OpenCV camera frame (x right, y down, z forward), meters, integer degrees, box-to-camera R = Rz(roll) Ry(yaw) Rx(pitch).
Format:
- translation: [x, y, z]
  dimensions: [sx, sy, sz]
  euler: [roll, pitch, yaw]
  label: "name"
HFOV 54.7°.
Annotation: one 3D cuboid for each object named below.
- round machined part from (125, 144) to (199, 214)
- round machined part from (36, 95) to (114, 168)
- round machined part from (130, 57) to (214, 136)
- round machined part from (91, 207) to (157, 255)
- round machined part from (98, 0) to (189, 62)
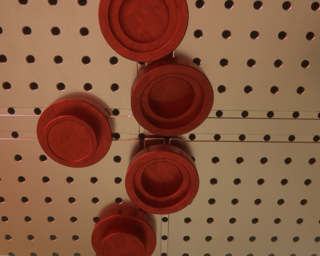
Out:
- translation: [0.003, 0.067, 0.429]
  dimensions: [0.099, 0.042, 0.097]
  euler: [0, 110, -1]
  label: "round machined part"
- translation: [-0.113, 0.010, 0.406]
  dimensions: [0.099, 0.042, 0.097]
  euler: [0, 110, -1]
  label: "round machined part"
- translation: [0.013, -0.041, 0.381]
  dimensions: [0.099, 0.042, 0.097]
  euler: [-4, 124, -5]
  label: "round machined part"
- translation: [-0.054, 0.172, 0.467]
  dimensions: [0.099, 0.042, 0.097]
  euler: [0, 110, -1]
  label: "round machined part"
- translation: [-0.018, -0.127, 0.356]
  dimensions: [0.099, 0.042, 0.097]
  euler: [0, 109, 0]
  label: "round machined part"
